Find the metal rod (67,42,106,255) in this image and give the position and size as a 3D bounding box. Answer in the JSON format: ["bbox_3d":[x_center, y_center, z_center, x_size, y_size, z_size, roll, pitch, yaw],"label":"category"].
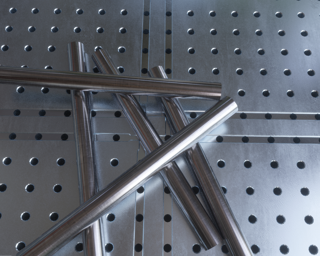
[{"bbox_3d":[-0.098,0.019,0.403,0.025,0.025,0.299,-9,70,-4],"label":"metal rod"}]

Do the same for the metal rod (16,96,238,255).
[{"bbox_3d":[-0.027,0.056,0.364,0.301,0.025,0.025,-36,74,-13],"label":"metal rod"}]

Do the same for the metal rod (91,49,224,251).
[{"bbox_3d":[-0.012,0.015,0.405,0.025,0.025,0.299,-29,73,-10],"label":"metal rod"}]

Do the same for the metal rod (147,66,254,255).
[{"bbox_3d":[0.051,0.049,0.394,0.025,0.025,0.299,-21,72,-8],"label":"metal rod"}]

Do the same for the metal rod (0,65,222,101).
[{"bbox_3d":[-0.072,-0.059,0.406,0.302,0.025,0.025,5,70,1],"label":"metal rod"}]
